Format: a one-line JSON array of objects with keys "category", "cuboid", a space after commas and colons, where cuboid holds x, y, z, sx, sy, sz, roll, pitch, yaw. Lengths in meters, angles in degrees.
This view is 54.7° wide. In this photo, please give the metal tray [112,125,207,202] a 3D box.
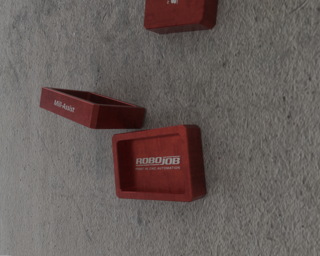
[{"category": "metal tray", "cuboid": [-0.006, 0.047, 0.406, 0.130, 0.030, 0.089, -8, 85, 39]}]

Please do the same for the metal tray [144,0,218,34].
[{"category": "metal tray", "cuboid": [0.027, -0.186, 0.379, 0.090, 0.030, 0.129, 8, 95, 39]}]

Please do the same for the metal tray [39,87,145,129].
[{"category": "metal tray", "cuboid": [-0.098, -0.029, 0.443, 0.130, 0.091, 0.030, 19, 102, 38]}]
